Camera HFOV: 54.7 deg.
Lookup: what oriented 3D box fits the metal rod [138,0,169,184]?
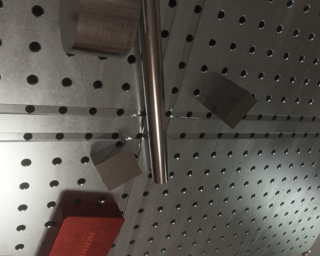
[{"bbox_3d":[-0.007,-0.049,0.377,0.025,0.025,0.298,-17,126,-19],"label":"metal rod"}]

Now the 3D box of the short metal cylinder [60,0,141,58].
[{"bbox_3d":[-0.057,-0.106,0.280,0.050,0.080,0.079,-1,119,-29],"label":"short metal cylinder"}]

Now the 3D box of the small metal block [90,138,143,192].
[{"bbox_3d":[-0.057,0.049,0.411,0.050,0.025,0.050,-28,128,-11],"label":"small metal block"}]

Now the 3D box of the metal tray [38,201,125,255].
[{"bbox_3d":[-0.118,0.169,0.449,0.091,0.030,0.129,14,111,-34],"label":"metal tray"}]

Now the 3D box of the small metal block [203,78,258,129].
[{"bbox_3d":[0.096,-0.034,0.428,0.025,0.050,0.050,35,99,-39],"label":"small metal block"}]
